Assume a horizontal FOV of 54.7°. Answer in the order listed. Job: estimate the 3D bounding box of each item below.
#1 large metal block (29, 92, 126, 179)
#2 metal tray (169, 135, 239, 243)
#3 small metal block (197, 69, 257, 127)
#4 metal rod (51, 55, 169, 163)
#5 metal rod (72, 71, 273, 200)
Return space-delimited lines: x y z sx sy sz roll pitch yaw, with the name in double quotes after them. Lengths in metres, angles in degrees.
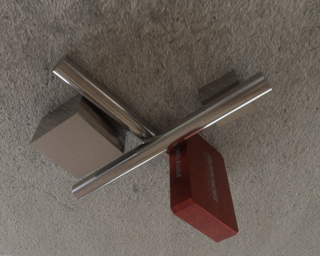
-0.101 0.010 0.398 0.080 0.050 0.080 -30 125 22 "large metal block"
0.053 0.066 0.396 0.030 0.130 0.090 -35 122 26 "metal tray"
0.082 -0.035 0.380 0.050 0.025 0.050 -28 125 21 "small metal block"
-0.013 0.012 0.419 0.025 0.025 0.301 -35 123 25 "metal rod"
-0.002 0.021 0.393 0.300 0.025 0.025 -32 124 23 "metal rod"
